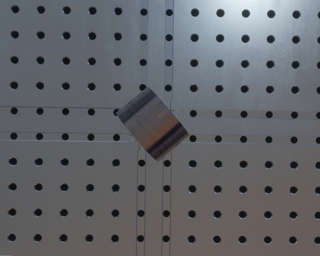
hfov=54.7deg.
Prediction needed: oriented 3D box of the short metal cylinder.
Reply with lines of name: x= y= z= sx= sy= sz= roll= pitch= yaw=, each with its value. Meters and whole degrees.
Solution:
short metal cylinder: x=-0.009 y=-0.005 z=0.385 sx=0.050 sy=0.080 sz=0.080 roll=-40 pitch=91 yaw=0
